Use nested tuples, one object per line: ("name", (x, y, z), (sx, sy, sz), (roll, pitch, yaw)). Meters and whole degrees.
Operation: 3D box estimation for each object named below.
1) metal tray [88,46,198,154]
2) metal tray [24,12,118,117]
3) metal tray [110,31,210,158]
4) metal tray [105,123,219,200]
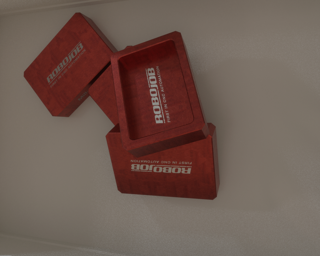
("metal tray", (-0.025, -0.034, 0.417), (0.090, 0.030, 0.130), (-44, 76, 14))
("metal tray", (-0.129, -0.089, 0.453), (0.130, 0.030, 0.090), (-42, 77, 15))
("metal tray", (-0.004, -0.040, 0.356), (0.090, 0.030, 0.130), (-17, 65, 11))
("metal tray", (0.005, 0.040, 0.386), (0.130, 0.030, 0.089), (0, 115, 18))
